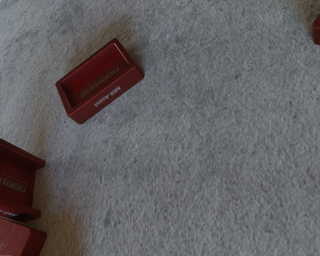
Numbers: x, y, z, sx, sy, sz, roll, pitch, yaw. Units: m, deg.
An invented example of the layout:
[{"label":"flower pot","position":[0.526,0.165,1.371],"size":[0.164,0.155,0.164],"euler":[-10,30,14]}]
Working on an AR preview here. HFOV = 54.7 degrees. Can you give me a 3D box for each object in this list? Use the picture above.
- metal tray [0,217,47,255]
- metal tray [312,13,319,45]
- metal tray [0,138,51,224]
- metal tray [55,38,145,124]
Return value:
[{"label":"metal tray","position":[-0.211,0.186,0.395],"size":[0.090,0.030,0.130],"euler":[5,64,30]},{"label":"metal tray","position":[0.252,-0.144,0.357],"size":[0.090,0.030,0.130],"euler":[31,78,37]},{"label":"metal tray","position":[-0.207,0.069,0.417],"size":[0.030,0.130,0.090],"euler":[-21,54,17]},{"label":"metal tray","position":[-0.099,-0.077,0.497],"size":[0.130,0.030,0.090],"euler":[-36,51,3]}]
